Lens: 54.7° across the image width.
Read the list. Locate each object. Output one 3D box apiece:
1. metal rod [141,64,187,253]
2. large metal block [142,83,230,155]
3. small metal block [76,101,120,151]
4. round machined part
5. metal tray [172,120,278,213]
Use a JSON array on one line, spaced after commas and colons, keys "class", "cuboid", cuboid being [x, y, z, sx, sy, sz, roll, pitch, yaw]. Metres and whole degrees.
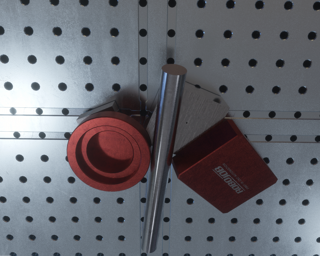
[{"class": "metal rod", "cuboid": [-0.001, 0.062, 0.390, 0.025, 0.025, 0.298, 6, 126, -2]}, {"class": "large metal block", "cuboid": [0.029, -0.012, 0.392, 0.080, 0.050, 0.079, 22, 109, -8]}, {"class": "small metal block", "cuboid": [-0.074, -0.001, 0.409, 0.050, 0.025, 0.050, -21, 109, 7]}, {"class": "round machined part", "cuboid": [-0.059, 0.025, 0.380, 0.099, 0.042, 0.097, 1, 111, 2]}, {"class": "metal tray", "cuboid": [0.087, 0.056, 0.401, 0.090, 0.030, 0.130, -36, 131, 13]}]
